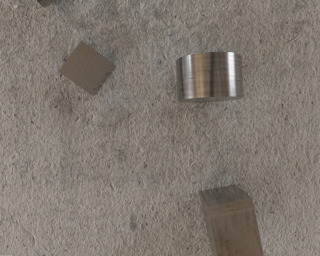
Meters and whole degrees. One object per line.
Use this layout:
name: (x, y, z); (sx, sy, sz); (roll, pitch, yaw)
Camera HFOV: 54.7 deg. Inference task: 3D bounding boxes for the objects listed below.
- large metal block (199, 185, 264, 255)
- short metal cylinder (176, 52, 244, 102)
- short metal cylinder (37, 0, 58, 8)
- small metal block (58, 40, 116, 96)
large metal block: (0.085, 0.121, 0.383); (0.050, 0.080, 0.080); (-11, 90, 0)
short metal cylinder: (0.061, -0.060, 0.383); (0.081, 0.080, 0.050); (-2, 90, 0)
short metal cylinder: (-0.146, -0.197, 0.381); (0.050, 0.080, 0.080); (-33, 90, 0)
small metal block: (-0.095, -0.078, 0.409); (0.050, 0.025, 0.050); (36, 90, 0)
